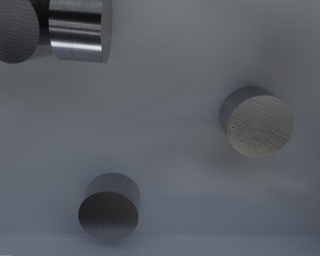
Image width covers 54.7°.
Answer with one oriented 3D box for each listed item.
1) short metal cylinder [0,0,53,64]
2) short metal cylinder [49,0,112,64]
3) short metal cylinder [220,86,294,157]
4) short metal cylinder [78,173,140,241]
[{"bbox_3d":[-0.154,-0.115,0.344,0.080,0.050,0.079,5,111,14],"label":"short metal cylinder"},{"bbox_3d":[-0.083,-0.113,0.339,0.050,0.080,0.079,4,110,-2],"label":"short metal cylinder"},{"bbox_3d":[0.121,-0.009,0.395,0.081,0.050,0.079,0,110,0],"label":"short metal cylinder"},{"bbox_3d":[-0.069,0.111,0.438,0.081,0.050,0.079,0,110,0],"label":"short metal cylinder"}]
